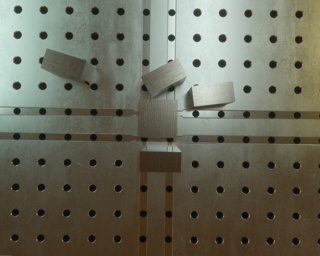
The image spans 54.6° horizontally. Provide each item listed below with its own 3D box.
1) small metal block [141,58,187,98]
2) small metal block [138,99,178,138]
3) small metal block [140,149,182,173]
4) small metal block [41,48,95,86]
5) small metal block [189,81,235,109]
[{"bbox_3d":[0.005,-0.063,0.401,0.050,0.050,0.025,-27,90,0],"label":"small metal block"},{"bbox_3d":[-0.002,-0.012,0.413,0.050,0.025,0.050,1,90,0],"label":"small metal block"},{"bbox_3d":[0.001,0.041,0.401,0.050,0.050,0.025,1,90,0],"label":"small metal block"},{"bbox_3d":[-0.117,-0.077,0.400,0.050,0.050,0.025,17,90,0],"label":"small metal block"},{"bbox_3d":[0.065,-0.041,0.401,0.050,0.050,0.025,-7,90,0],"label":"small metal block"}]
